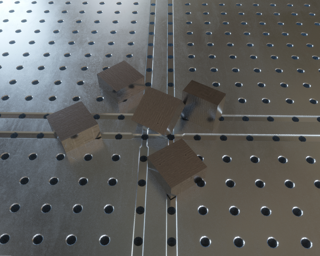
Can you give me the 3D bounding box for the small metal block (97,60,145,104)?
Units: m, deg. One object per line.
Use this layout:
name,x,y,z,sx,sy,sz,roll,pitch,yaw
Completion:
small metal block,-0.058,-0.070,0.466,0.050,0.025,0.050,-33,58,-25

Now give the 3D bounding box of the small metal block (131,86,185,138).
small metal block,-0.002,-0.021,0.411,0.050,0.025,0.050,25,85,19

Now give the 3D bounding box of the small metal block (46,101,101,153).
small metal block,-0.114,-0.002,0.409,0.050,0.025,0.050,-28,55,-21

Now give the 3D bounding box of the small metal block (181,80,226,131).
small metal block,0.057,-0.030,0.417,0.050,0.050,0.025,26,55,20

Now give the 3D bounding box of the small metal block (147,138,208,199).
small metal block,0.020,0.047,0.368,0.050,0.025,0.050,-27,55,-21
